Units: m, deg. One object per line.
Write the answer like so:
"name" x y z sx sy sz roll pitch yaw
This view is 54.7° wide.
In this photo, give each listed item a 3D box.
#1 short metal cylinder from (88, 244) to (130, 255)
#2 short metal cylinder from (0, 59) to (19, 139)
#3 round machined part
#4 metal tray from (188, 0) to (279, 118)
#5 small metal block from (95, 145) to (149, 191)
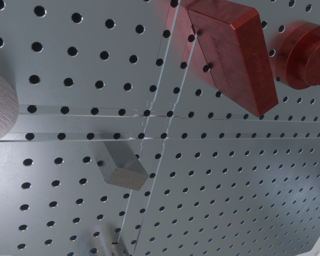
"short metal cylinder" -0.080 0.236 0.497 0.081 0.050 0.079 -14 124 -21
"short metal cylinder" -0.175 -0.029 0.282 0.081 0.050 0.079 -14 124 -21
"round machined part" 0.226 -0.102 0.461 0.099 0.042 0.097 -14 124 -21
"metal tray" 0.088 -0.083 0.365 0.030 0.090 0.130 -35 129 -5
"small metal block" -0.049 0.052 0.400 0.050 0.050 0.025 23 106 -37
